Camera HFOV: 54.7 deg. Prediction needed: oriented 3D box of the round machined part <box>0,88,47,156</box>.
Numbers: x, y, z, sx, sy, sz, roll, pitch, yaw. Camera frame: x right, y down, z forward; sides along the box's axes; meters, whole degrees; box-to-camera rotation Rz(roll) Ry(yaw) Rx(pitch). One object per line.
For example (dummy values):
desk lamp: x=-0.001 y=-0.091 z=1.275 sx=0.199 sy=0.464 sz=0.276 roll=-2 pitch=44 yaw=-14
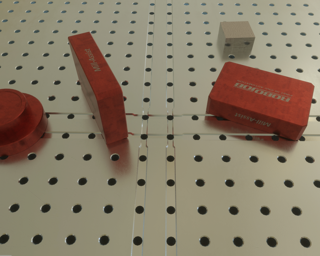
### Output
round machined part: x=-0.204 y=-0.014 z=0.407 sx=0.099 sy=0.042 sz=0.098 roll=0 pitch=50 yaw=0

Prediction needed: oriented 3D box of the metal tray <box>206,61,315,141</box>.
metal tray: x=0.142 y=-0.042 z=0.441 sx=0.130 sy=0.030 sz=0.090 roll=19 pitch=52 yaw=15

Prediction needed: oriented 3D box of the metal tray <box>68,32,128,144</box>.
metal tray: x=-0.082 y=-0.054 z=0.410 sx=0.030 sy=0.090 sz=0.130 roll=-20 pitch=53 yaw=-16

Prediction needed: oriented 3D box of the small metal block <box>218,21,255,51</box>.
small metal block: x=0.134 y=-0.163 z=0.545 sx=0.050 sy=0.025 sz=0.050 roll=-3 pitch=50 yaw=-2
